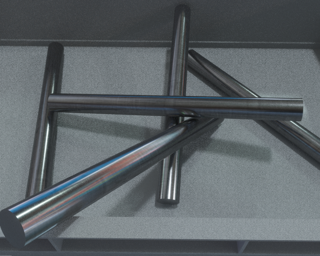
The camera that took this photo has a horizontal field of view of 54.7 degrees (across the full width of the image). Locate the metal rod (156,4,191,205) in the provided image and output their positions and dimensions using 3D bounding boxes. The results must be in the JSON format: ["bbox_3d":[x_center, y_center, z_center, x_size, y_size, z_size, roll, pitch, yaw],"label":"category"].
[{"bbox_3d":[0.022,-0.051,0.409,0.025,0.025,0.299,4,62,3],"label":"metal rod"}]

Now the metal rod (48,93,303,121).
[{"bbox_3d":[0.005,-0.026,0.369,0.301,0.025,0.025,3,49,15],"label":"metal rod"}]

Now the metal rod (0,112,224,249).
[{"bbox_3d":[-0.005,0.021,0.301,0.025,0.025,0.302,30,29,23],"label":"metal rod"}]

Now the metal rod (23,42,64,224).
[{"bbox_3d":[-0.152,-0.019,0.419,0.025,0.025,0.300,-6,50,-5],"label":"metal rod"}]

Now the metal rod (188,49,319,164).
[{"bbox_3d":[0.141,-0.026,0.427,0.025,0.025,0.300,-32,57,-24],"label":"metal rod"}]
